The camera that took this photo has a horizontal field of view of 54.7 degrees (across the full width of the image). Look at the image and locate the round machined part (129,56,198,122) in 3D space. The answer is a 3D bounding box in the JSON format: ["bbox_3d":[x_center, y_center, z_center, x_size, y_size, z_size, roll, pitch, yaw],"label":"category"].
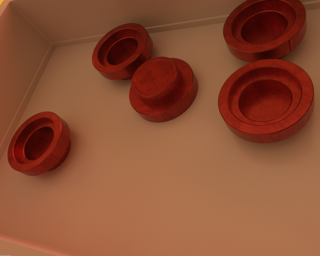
[{"bbox_3d":[0.000,-0.060,0.431,0.098,0.042,0.098,-13,56,20],"label":"round machined part"}]

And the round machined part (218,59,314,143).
[{"bbox_3d":[0.119,-0.026,0.348,0.098,0.042,0.098,-13,56,20],"label":"round machined part"}]

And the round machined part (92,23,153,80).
[{"bbox_3d":[-0.055,-0.116,0.493,0.098,0.042,0.098,-13,56,20],"label":"round machined part"}]

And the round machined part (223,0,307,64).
[{"bbox_3d":[0.135,-0.122,0.398,0.098,0.042,0.098,-13,56,20],"label":"round machined part"}]

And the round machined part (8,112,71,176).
[{"bbox_3d":[-0.176,0.027,0.468,0.098,0.042,0.098,-13,56,20],"label":"round machined part"}]
